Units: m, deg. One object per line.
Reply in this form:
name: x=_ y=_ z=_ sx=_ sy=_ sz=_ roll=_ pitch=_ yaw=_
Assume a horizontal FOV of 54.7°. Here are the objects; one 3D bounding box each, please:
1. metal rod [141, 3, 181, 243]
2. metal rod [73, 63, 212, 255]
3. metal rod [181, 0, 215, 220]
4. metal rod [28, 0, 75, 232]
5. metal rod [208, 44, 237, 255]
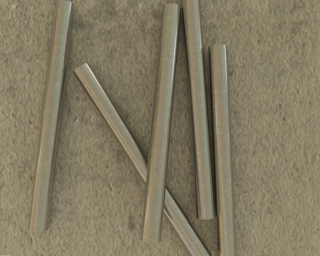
metal rod: x=0.002 y=-0.011 z=0.393 sx=0.025 sy=0.025 sz=0.298 roll=5 pitch=83 yaw=-1
metal rod: x=-0.023 y=0.047 z=0.409 sx=0.025 sy=0.025 sz=0.299 roll=-33 pitch=90 yaw=0
metal rod: x=0.050 y=-0.031 z=0.410 sx=0.025 sy=0.025 sz=0.298 roll=-4 pitch=90 yaw=-1
metal rod: x=-0.142 y=-0.016 z=0.408 sx=0.025 sy=0.025 sz=0.298 roll=7 pitch=90 yaw=-1
metal rod: x=0.083 y=0.041 z=0.411 sx=0.025 sy=0.025 sz=0.298 roll=-3 pitch=90 yaw=-1
